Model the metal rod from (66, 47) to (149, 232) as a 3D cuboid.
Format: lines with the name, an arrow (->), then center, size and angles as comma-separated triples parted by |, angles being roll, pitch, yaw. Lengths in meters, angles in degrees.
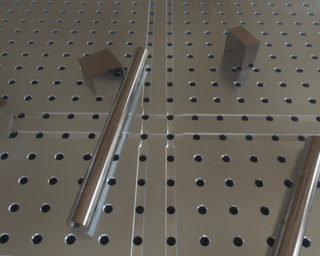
metal rod -> -0.058, -0.010, 0.415 | 0.025, 0.025, 0.300 | 8, 50, 7

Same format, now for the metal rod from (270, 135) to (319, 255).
metal rod -> 0.126, 0.119, 0.308 | 0.025, 0.025, 0.301 | 23, 54, 18

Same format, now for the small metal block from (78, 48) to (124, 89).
small metal block -> -0.092, -0.094, 0.486 | 0.050, 0.025, 0.050 | -27, 55, -21

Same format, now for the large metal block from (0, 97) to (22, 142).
large metal block -> -0.245, -0.012, 0.400 | 0.080, 0.050, 0.080 | 34, 58, 25

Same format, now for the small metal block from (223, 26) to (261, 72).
small metal block -> 0.130, -0.128, 0.499 | 0.025, 0.050, 0.050 | -21, 53, -17
